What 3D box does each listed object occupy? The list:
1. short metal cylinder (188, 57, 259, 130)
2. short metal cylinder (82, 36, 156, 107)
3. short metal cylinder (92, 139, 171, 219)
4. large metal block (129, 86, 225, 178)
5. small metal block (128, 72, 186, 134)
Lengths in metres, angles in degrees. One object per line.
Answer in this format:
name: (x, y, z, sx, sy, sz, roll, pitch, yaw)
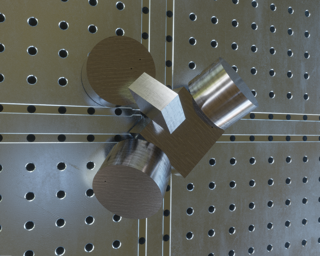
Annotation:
short metal cylinder: (0.082, -0.045, 0.402, 0.050, 0.080, 0.080, -38, 106, 24)
short metal cylinder: (-0.052, -0.066, 0.377, 0.081, 0.050, 0.079, 0, 90, -20)
short metal cylinder: (-0.031, 0.060, 0.362, 0.080, 0.050, 0.079, 7, 122, 11)
large metal block: (0.021, 0.005, 0.401, 0.080, 0.050, 0.080, 46, 76, -14)
small metal block: (-0.002, -0.027, 0.342, 0.050, 0.050, 0.025, 37, 76, 28)
